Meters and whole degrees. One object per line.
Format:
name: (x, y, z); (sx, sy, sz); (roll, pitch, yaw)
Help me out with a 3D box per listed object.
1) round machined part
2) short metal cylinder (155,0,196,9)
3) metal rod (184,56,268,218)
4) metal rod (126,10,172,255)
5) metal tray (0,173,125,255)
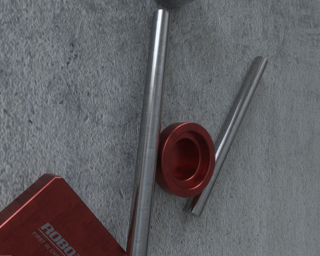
round machined part: (0.026, 0.041, 0.416); (0.099, 0.042, 0.097); (0, 90, -40)
short metal cylinder: (0.025, -0.205, 0.409); (0.081, 0.050, 0.080); (0, 90, -40)
metal rod: (0.114, 0.001, 0.499); (0.025, 0.025, 0.300); (43, 64, -32)
metal rod: (-0.011, -0.003, 0.376); (0.025, 0.025, 0.299); (15, 75, -39)
metal tray: (-0.103, 0.122, 0.315); (0.090, 0.030, 0.130); (-46, 118, -30)
